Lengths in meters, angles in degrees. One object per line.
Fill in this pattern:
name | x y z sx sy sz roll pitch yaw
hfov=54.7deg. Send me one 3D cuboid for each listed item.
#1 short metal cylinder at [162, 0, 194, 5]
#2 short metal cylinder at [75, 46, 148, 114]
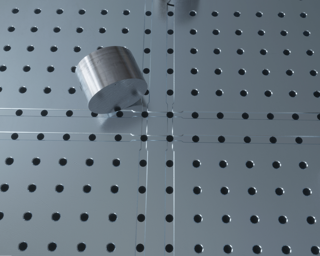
short metal cylinder | 0.029 -0.243 0.487 0.081 0.050 0.080 0 70 0
short metal cylinder | -0.063 -0.061 0.404 0.080 0.080 0.050 -23 72 -8
